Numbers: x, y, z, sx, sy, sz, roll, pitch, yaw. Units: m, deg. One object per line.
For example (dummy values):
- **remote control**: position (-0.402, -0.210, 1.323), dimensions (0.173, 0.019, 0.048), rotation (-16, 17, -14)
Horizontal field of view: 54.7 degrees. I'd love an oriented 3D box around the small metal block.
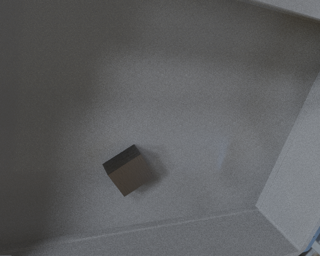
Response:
- **small metal block**: position (-0.042, 0.058, 0.423), dimensions (0.050, 0.025, 0.050), rotation (-33, 129, -7)
